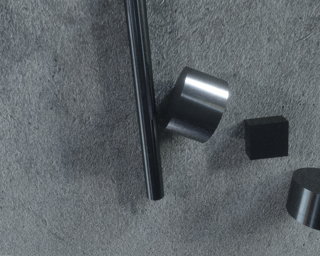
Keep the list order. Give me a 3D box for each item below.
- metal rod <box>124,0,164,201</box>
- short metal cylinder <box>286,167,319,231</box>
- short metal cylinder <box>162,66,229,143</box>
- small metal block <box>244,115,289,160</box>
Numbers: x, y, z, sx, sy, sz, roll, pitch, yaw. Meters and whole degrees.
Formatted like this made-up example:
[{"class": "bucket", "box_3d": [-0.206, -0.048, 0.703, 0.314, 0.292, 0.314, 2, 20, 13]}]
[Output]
[{"class": "metal rod", "box_3d": [-0.019, -0.042, 0.394, 0.025, 0.025, 0.298, -5, 110, 1]}, {"class": "short metal cylinder", "box_3d": [0.217, 0.094, 0.418, 0.081, 0.080, 0.050, 2, 110, -1]}, {"class": "short metal cylinder", "box_3d": [0.041, -0.027, 0.371, 0.050, 0.080, 0.079, 19, 109, -7]}, {"class": "small metal block", "box_3d": [0.143, 0.013, 0.417, 0.050, 0.025, 0.050, -7, 110, 2]}]
